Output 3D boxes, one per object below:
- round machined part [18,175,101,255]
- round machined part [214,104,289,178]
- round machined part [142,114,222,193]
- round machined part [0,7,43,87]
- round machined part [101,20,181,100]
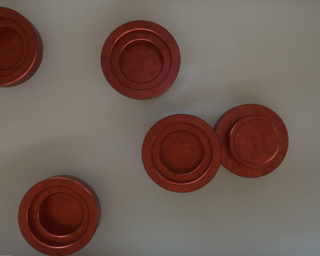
[{"bbox_3d":[-0.126,0.109,0.401,0.099,0.042,0.097,0,90,-1],"label":"round machined part"},{"bbox_3d":[0.120,0.017,0.405,0.099,0.042,0.097,0,90,-1],"label":"round machined part"},{"bbox_3d":[0.028,0.031,0.401,0.099,0.042,0.097,0,91,4],"label":"round machined part"},{"bbox_3d":[-0.200,-0.101,0.400,0.099,0.042,0.097,0,90,-1],"label":"round machined part"},{"bbox_3d":[-0.024,-0.085,0.403,0.099,0.042,0.097,0,90,-1],"label":"round machined part"}]
